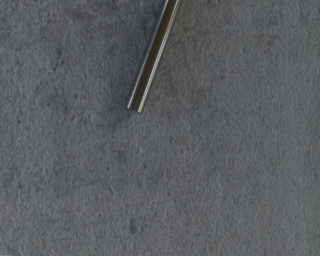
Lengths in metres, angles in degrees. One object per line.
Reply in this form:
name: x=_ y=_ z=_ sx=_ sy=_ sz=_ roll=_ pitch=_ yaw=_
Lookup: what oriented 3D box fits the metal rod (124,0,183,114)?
metal rod: x=0.014 y=-0.162 z=0.414 sx=0.025 sy=0.025 sz=0.299 roll=22 pitch=83 yaw=-19
